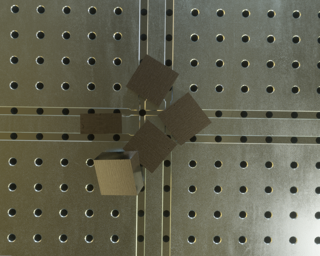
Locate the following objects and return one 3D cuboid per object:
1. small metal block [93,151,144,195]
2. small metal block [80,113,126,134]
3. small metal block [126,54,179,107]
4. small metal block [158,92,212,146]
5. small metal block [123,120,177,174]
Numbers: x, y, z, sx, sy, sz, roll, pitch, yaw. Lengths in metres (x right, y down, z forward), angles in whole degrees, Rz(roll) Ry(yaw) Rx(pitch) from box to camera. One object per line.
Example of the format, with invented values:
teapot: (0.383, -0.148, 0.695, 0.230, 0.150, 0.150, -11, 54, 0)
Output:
small metal block: (-0.053, 0.058, 0.399, 0.050, 0.025, 0.050, -3, 108, 17)
small metal block: (-0.071, -0.005, 0.400, 0.050, 0.050, 0.025, -1, 90, -1)
small metal block: (-0.010, -0.062, 0.413, 0.050, 0.025, 0.050, 31, 90, -1)
small metal block: (0.032, -0.012, 0.414, 0.050, 0.025, 0.050, -37, 90, 0)
small metal block: (-0.013, 0.024, 0.413, 0.050, 0.025, 0.050, 41, 90, -1)
